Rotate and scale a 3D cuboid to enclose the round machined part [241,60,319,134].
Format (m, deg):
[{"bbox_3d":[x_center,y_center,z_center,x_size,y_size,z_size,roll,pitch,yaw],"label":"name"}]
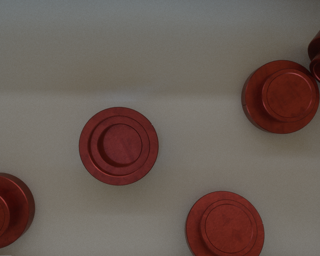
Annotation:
[{"bbox_3d":[0.161,-0.041,0.405,0.099,0.042,0.097,0,90,-1],"label":"round machined part"}]

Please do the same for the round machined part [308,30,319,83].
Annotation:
[{"bbox_3d":[0.225,-0.077,0.376,0.098,0.098,0.042,38,85,-1],"label":"round machined part"}]

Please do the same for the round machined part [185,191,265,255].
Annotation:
[{"bbox_3d":[0.082,0.127,0.386,0.099,0.042,0.098,1,66,-1],"label":"round machined part"}]

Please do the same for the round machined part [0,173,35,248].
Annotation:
[{"bbox_3d":[-0.219,0.109,0.400,0.099,0.042,0.097,0,90,-1],"label":"round machined part"}]

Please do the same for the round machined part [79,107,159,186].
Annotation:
[{"bbox_3d":[-0.051,0.022,0.402,0.099,0.042,0.097,0,90,-1],"label":"round machined part"}]
